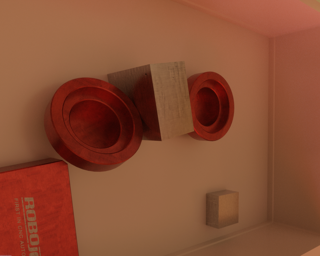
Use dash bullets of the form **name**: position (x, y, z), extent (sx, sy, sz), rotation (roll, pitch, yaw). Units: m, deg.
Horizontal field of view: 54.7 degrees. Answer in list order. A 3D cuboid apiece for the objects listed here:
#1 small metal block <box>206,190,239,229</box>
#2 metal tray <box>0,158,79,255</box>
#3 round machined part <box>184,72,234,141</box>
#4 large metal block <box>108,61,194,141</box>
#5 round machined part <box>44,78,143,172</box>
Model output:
- **small metal block**: position (0.100, 0.128, 0.494), extent (0.050, 0.025, 0.050), rotation (1, 90, -40)
- **metal tray**: position (-0.130, 0.101, 0.296), extent (0.091, 0.030, 0.129), rotation (-9, 96, -40)
- **round machined part**: position (0.061, -0.030, 0.449), extent (0.099, 0.042, 0.097), rotation (0, 90, -40)
- **large metal block**: position (-0.012, -0.031, 0.362), extent (0.050, 0.080, 0.079), rotation (-15, 100, -40)
- **round machined part**: position (-0.070, 0.000, 0.322), extent (0.099, 0.042, 0.098), rotation (20, 52, -28)
